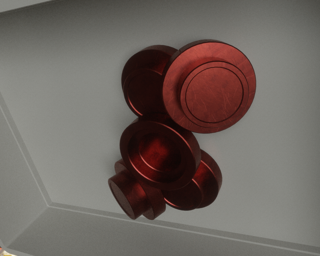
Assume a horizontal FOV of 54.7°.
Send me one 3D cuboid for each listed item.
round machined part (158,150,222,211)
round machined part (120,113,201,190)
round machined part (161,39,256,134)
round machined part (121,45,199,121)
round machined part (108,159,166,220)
[{"bbox_3d":[0.032,0.074,0.423,0.098,0.042,0.097,13,124,20],"label":"round machined part"},{"bbox_3d":[0.004,0.025,0.380,0.098,0.042,0.097,13,124,20],"label":"round machined part"},{"bbox_3d":[0.051,-0.039,0.317,0.099,0.042,0.097,-2,112,-5],"label":"round machined part"},{"bbox_3d":[-0.004,-0.045,0.368,0.098,0.042,0.097,13,124,20],"label":"round machined part"},{"bbox_3d":[-0.038,0.091,0.443,0.098,0.042,0.097,43,151,32],"label":"round machined part"}]
